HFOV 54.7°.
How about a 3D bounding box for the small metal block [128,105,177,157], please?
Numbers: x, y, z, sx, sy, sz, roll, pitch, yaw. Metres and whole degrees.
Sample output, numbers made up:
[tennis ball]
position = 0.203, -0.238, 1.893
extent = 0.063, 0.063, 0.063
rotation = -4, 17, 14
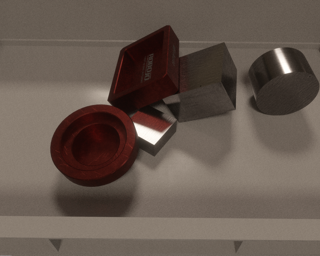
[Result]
[small metal block]
position = -0.013, 0.002, 0.404
extent = 0.050, 0.025, 0.050
rotation = 28, 55, 21

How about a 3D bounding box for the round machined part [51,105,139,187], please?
[round machined part]
position = -0.073, 0.024, 0.366
extent = 0.099, 0.042, 0.098
rotation = -3, 59, 5

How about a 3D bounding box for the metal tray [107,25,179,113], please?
[metal tray]
position = -0.020, -0.085, 0.438
extent = 0.090, 0.030, 0.130
rotation = -21, 41, 23

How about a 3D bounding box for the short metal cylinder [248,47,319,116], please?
[short metal cylinder]
position = 0.167, -0.062, 0.424
extent = 0.081, 0.080, 0.050
rotation = -1, 50, -2

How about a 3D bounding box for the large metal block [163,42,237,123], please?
[large metal block]
position = 0.056, -0.061, 0.419
extent = 0.080, 0.050, 0.080
rotation = -13, 44, 28
